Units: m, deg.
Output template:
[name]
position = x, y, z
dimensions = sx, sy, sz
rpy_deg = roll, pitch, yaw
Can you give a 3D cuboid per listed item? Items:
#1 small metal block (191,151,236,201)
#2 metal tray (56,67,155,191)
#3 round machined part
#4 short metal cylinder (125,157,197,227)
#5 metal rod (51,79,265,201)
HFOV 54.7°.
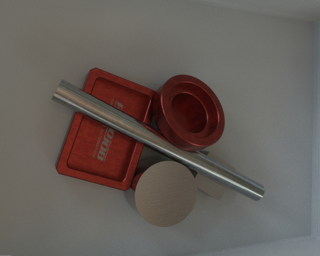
[small metal block]
position = 0.070, 0.066, 0.436
dimensions = 0.050, 0.025, 0.050
rpy_deg = 33, 79, -17
[metal tray]
position = -0.064, 0.003, 0.382
dimensions = 0.091, 0.030, 0.129
rpy_deg = 20, 83, -19
[round machined part]
position = 0.032, -0.016, 0.400
dimensions = 0.099, 0.042, 0.098
rpy_deg = 15, 61, -28
[short metal cylinder]
position = 0.000, 0.079, 0.396
dimensions = 0.081, 0.050, 0.079
rpy_deg = 0, 90, -21
[metal rod]
position = 0.014, 0.025, 0.384
dimensions = 0.301, 0.025, 0.025
rpy_deg = 28, 81, -21
